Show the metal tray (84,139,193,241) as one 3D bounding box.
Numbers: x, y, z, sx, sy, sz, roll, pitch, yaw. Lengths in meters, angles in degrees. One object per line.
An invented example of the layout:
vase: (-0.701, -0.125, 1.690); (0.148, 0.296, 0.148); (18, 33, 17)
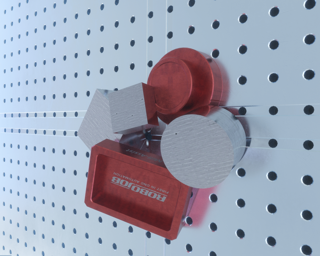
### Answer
metal tray: (-0.028, 0.075, 0.392); (0.130, 0.030, 0.089); (17, 109, 16)

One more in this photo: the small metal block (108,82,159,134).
small metal block: (-0.033, -0.022, 0.376); (0.050, 0.025, 0.050); (-14, 78, 28)

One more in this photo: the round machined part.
round machined part: (0.022, -0.050, 0.380); (0.098, 0.042, 0.097); (0, 90, 40)

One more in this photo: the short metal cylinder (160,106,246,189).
short metal cylinder: (0.048, 0.019, 0.339); (0.080, 0.050, 0.079); (8, 108, 27)

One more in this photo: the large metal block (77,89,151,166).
large metal block: (-0.065, 0.000, 0.447); (0.080, 0.050, 0.080); (43, 116, 31)
